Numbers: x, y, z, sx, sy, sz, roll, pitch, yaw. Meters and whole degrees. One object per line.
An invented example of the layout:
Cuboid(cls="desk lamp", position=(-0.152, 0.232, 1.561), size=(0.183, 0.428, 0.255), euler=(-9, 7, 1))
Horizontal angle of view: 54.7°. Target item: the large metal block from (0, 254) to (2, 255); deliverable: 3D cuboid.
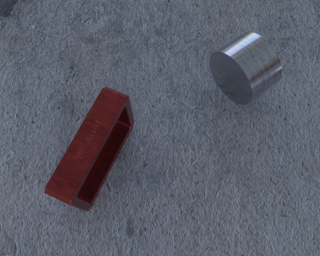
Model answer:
Cuboid(cls="large metal block", position=(-0.183, 0.191, 0.324), size=(0.080, 0.050, 0.080), euler=(35, 74, 12))

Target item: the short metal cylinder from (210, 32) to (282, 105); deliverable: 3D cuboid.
Cuboid(cls="short metal cylinder", position=(0.111, -0.078, 0.408), size=(0.050, 0.080, 0.080), euler=(-35, 74, -12))

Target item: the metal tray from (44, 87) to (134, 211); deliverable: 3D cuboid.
Cuboid(cls="metal tray", position=(-0.075, 0.028, 0.362), size=(0.030, 0.090, 0.130), euler=(23, 72, 8))

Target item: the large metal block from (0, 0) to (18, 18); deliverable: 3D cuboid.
Cuboid(cls="large metal block", position=(-0.263, -0.228, 0.476), size=(0.080, 0.050, 0.080), euler=(19, 71, 6))
